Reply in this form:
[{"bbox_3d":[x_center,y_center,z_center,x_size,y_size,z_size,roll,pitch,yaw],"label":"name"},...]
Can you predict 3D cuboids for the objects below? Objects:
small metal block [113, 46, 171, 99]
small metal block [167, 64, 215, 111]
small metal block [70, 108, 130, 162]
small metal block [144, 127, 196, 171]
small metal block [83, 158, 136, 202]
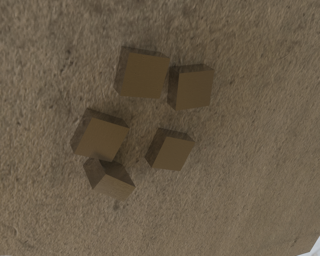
[{"bbox_3d":[-0.022,-0.063,0.357,0.050,0.025,0.050,1,118,-30],"label":"small metal block"},{"bbox_3d":[0.039,-0.053,0.397,0.050,0.025,0.050,-10,123,-24],"label":"small metal block"},{"bbox_3d":[-0.073,0.009,0.374,0.050,0.025,0.050,18,109,-36],"label":"small metal block"},{"bbox_3d":[0.014,0.031,0.435,0.050,0.025,0.050,12,112,-34],"label":"small metal block"},{"bbox_3d":[-0.065,0.062,0.395,0.050,0.050,0.025,34,99,-39],"label":"small metal block"}]
